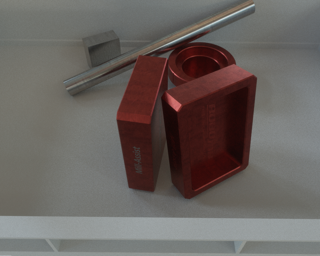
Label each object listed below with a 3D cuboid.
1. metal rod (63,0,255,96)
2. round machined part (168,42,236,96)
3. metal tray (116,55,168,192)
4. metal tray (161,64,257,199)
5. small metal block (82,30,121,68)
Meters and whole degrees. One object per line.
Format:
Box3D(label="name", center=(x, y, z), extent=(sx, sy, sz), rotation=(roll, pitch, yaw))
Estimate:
Box3D(label="metal rod", center=(0.001, -0.122, 0.461), extent=(0.301, 0.025, 0.025), rotation=(-25, 54, -3))
Box3D(label="round machined part", center=(0.061, -0.083, 0.464), extent=(0.099, 0.042, 0.098), rotation=(0, 50, 0))
Box3D(label="metal tray", center=(-0.014, -0.001, 0.337), extent=(0.030, 0.129, 0.090), rotation=(8, 51, 7))
Box3D(label="metal tray", center=(0.054, 0.008, 0.329), extent=(0.091, 0.129, 0.030), rotation=(-24, 42, -19))
Box3D(label="small metal block", center=(-0.090, -0.120, 0.489), extent=(0.050, 0.050, 0.025), rotation=(-22, 54, -18))
